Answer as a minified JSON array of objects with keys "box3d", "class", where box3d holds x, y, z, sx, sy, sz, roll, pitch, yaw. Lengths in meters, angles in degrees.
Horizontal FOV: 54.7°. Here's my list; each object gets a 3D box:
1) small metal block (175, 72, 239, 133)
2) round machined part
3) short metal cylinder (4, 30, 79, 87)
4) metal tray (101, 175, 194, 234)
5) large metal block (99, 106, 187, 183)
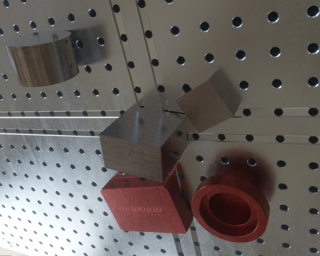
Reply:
[{"box3d":[0.055,-0.029,0.364,0.050,0.025,0.050,-29,102,37],"class":"small metal block"},{"box3d":[0.095,0.101,0.413,0.098,0.042,0.097,13,124,21],"class":"round machined part"},{"box3d":[-0.150,-0.091,0.398,0.080,0.080,0.050,9,122,24],"class":"short metal cylinder"},{"box3d":[-0.022,0.123,0.496,0.130,0.030,0.090,-9,114,32],"class":"metal tray"},{"box3d":[-0.018,0.017,0.395,0.080,0.080,0.050,11,123,22],"class":"large metal block"}]
